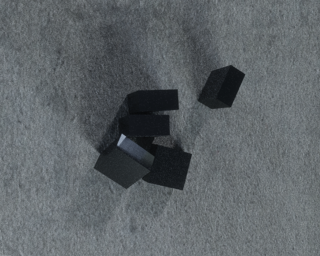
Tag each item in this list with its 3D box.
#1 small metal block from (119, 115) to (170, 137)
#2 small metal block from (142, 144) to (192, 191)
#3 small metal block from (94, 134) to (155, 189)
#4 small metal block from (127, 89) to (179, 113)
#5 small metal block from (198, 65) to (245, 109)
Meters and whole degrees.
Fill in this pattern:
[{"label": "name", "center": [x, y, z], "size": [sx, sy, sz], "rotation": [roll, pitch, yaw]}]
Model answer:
[{"label": "small metal block", "center": [-0.021, -0.002, 0.388], "size": [0.050, 0.050, 0.025], "rotation": [-1, 86, -20]}, {"label": "small metal block", "center": [0.010, 0.052, 0.414], "size": [0.050, 0.025, 0.050], "rotation": [17, 84, -20]}, {"label": "small metal block", "center": [-0.044, 0.042, 0.378], "size": [0.050, 0.050, 0.025], "rotation": [37, 36, -17]}, {"label": "small metal block", "center": [-0.010, -0.033, 0.393], "size": [0.050, 0.050, 0.025], "rotation": [-4, 92, -20]}, {"label": "small metal block", "center": [0.084, -0.055, 0.428], "size": [0.025, 0.050, 0.050], "rotation": [28, 81, -18]}]
